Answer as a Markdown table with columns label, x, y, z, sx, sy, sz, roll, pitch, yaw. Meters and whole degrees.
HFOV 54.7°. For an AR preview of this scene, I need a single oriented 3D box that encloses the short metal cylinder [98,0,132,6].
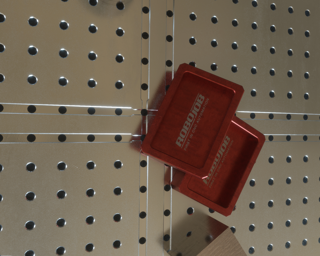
| label | x | y | z | sx | sy | sz | roll | pitch | yaw |
| --- | --- | --- | --- | --- | --- | --- | --- | --- | --- |
| short metal cylinder | -0.054 | -0.199 | 0.379 | 0.081 | 0.050 | 0.079 | 0 | 90 | -20 |

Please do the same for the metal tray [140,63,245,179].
| label | x | y | z | sx | sy | sz | roll | pitch | yaw |
| --- | --- | --- | --- | --- | --- | --- | --- | --- | --- |
| metal tray | 0.043 | -0.009 | 0.405 | 0.090 | 0.030 | 0.130 | 24 | 80 | 7 |

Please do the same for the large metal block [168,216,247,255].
| label | x | y | z | sx | sy | sz | roll | pitch | yaw |
| --- | --- | --- | --- | --- | --- | --- | --- | --- | --- |
| large metal block | 0.071 | 0.185 | 0.426 | 0.080 | 0.050 | 0.080 | -35 | 102 | -17 |

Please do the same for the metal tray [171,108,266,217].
| label | x | y | z | sx | sy | sz | roll | pitch | yaw |
| --- | --- | --- | --- | --- | --- | --- | --- | --- | --- |
| metal tray | 0.084 | 0.047 | 0.441 | 0.090 | 0.030 | 0.130 | 31 | 80 | -18 |
